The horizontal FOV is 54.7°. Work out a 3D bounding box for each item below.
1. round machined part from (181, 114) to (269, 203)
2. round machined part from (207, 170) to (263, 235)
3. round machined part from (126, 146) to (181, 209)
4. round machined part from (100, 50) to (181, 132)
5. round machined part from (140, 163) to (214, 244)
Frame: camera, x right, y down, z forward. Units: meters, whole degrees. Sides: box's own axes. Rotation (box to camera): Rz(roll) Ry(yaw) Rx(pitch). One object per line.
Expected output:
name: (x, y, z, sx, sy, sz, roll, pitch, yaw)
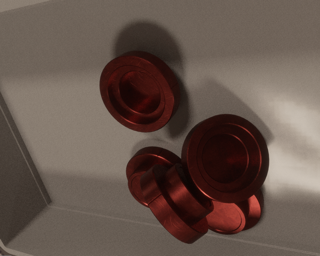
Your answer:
round machined part: (0.071, 0.035, 0.358, 0.098, 0.098, 0.042, 46, 164, -4)
round machined part: (0.085, 0.104, 0.416, 0.098, 0.042, 0.097, 13, 124, 20)
round machined part: (-0.007, 0.079, 0.449, 0.098, 0.042, 0.097, 13, 124, 20)
round machined part: (-0.020, -0.047, 0.378, 0.098, 0.042, 0.097, 13, 124, 20)
round machined part: (0.025, 0.080, 0.363, 0.042, 0.098, 0.098, -41, 96, 12)
